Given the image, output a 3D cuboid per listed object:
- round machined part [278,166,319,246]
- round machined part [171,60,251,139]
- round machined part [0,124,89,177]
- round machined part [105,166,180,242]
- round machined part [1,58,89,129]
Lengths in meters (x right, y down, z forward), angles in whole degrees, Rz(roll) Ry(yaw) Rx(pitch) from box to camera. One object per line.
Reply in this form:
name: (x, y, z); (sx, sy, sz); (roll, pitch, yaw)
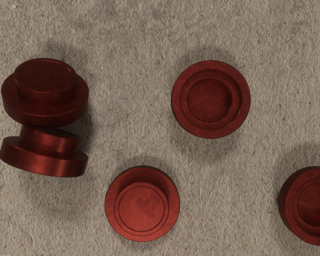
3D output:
round machined part: (0.203, 0.098, 0.404); (0.099, 0.042, 0.097); (0, 90, -1)
round machined part: (0.063, -0.035, 0.402); (0.099, 0.042, 0.097); (0, 90, -1)
round machined part: (-0.134, 0.023, 0.371); (0.099, 0.098, 0.042); (16, 92, -1)
round machined part: (-0.023, 0.100, 0.401); (0.099, 0.042, 0.097); (0, 90, -1)
round machined part: (-0.136, -0.048, 0.371); (0.099, 0.098, 0.042); (16, 133, -1)
